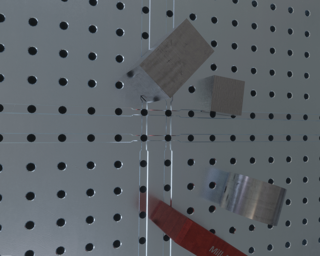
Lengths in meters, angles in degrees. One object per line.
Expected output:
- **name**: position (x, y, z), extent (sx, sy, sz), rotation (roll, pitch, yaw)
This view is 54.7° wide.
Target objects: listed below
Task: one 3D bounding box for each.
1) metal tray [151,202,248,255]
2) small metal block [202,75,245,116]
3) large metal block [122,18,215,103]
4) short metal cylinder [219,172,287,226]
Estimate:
- **metal tray**: position (0.060, 0.149, 0.400), extent (0.130, 0.090, 0.030), rotation (36, 79, -17)
- **small metal block**: position (0.091, -0.045, 0.446), extent (0.050, 0.025, 0.050), rotation (7, 88, -20)
- **large metal block**: position (0.007, -0.079, 0.386), extent (0.050, 0.080, 0.080), rotation (46, 76, -15)
- **short metal cylinder**: position (0.128, 0.097, 0.431), extent (0.080, 0.080, 0.050), rotation (20, 84, -19)
